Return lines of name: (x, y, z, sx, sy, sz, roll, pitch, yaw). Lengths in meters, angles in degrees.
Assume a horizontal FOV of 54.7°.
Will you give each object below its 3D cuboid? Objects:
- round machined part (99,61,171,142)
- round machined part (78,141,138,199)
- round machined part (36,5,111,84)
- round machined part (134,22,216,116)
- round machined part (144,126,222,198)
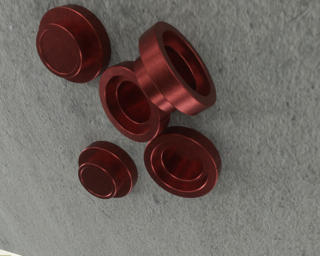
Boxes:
round machined part: (-0.025, -0.035, 0.376, 0.098, 0.042, 0.097, 25, 132, 31)
round machined part: (-0.088, 0.072, 0.485, 0.098, 0.042, 0.097, 13, 124, 20)
round machined part: (-0.115, -0.102, 0.392, 0.098, 0.042, 0.097, 13, 124, 20)
round machined part: (0.012, -0.055, 0.316, 0.042, 0.098, 0.098, -31, 101, 29)
round machined part: (0.032, 0.040, 0.402, 0.098, 0.042, 0.097, 13, 124, 20)
